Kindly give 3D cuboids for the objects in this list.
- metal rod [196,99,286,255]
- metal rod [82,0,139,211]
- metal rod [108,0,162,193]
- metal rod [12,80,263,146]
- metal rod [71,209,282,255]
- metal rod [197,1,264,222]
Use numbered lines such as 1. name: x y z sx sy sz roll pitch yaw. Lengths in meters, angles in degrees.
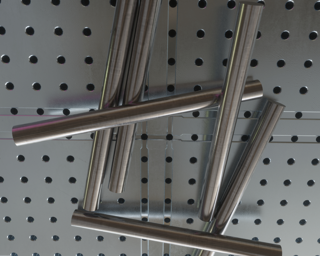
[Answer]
1. metal rod: 0.105 0.101 0.451 0.025 0.025 0.298 17 109 -6
2. metal rod: -0.068 -0.022 0.404 0.025 0.025 0.298 12 110 -5
3. metal rod: -0.032 -0.051 0.394 0.025 0.025 0.298 11 110 -4
4. metal rod: -0.021 -0.020 0.380 0.302 0.025 0.025 -11 110 -6
5. metal rod: 0.021 0.156 0.451 0.301 0.025 0.025 9 110 4
6. metal rod: 0.080 0.003 0.387 0.025 0.025 0.298 4 121 -2
